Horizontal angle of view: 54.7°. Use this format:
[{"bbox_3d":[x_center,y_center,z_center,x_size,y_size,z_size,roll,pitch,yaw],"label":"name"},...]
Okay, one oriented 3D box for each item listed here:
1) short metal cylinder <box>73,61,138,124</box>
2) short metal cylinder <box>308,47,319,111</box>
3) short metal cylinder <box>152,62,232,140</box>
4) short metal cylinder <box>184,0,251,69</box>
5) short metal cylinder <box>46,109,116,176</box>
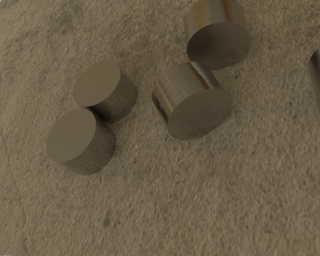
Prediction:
[{"bbox_3d":[-0.081,-0.053,0.461,0.080,0.050,0.080,-13,56,20],"label":"short metal cylinder"},{"bbox_3d":[0.191,-0.049,0.298,0.080,0.080,0.050,-12,57,21],"label":"short metal cylinder"},{"bbox_3d":[0.037,-0.031,0.367,0.080,0.080,0.050,-32,52,7],"label":"short metal cylinder"},{"bbox_3d":[0.073,-0.123,0.405,0.080,0.080,0.050,-15,56,19],"label":"short metal cylinder"},{"bbox_3d":[-0.109,0.020,0.431,0.080,0.050,0.080,-13,56,20],"label":"short metal cylinder"}]
